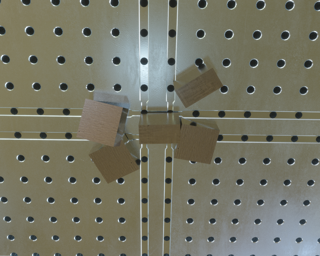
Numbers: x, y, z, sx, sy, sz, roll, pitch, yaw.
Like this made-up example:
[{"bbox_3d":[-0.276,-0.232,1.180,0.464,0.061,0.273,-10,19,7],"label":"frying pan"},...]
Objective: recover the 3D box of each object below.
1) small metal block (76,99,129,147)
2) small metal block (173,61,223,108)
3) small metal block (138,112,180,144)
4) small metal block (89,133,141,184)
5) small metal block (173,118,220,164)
[{"bbox_3d":[-0.073,-0.007,0.396,0.050,0.025,0.050,14,92,10],"label":"small metal block"},{"bbox_3d":[0.045,-0.054,0.380,0.050,0.050,0.025,-31,107,10],"label":"small metal block"},{"bbox_3d":[0.000,-0.001,0.400,0.050,0.050,0.025,-1,110,0],"label":"small metal block"},{"bbox_3d":[-0.061,0.041,0.428,0.050,0.025,0.050,-26,108,9],"label":"small metal block"},{"bbox_3d":[0.048,0.017,0.420,0.050,0.025,0.050,10,110,-4],"label":"small metal block"}]
